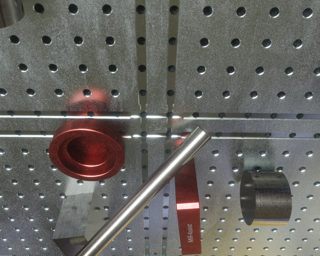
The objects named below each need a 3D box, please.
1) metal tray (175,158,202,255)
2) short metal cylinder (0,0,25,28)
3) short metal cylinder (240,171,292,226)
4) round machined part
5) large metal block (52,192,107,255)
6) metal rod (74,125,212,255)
[{"bbox_3d":[0.042,0.120,0.471,0.030,0.090,0.129,-5,130,4],"label":"metal tray"},{"bbox_3d":[-0.166,-0.123,0.269,0.081,0.080,0.050,4,130,-3],"label":"short metal cylinder"},{"bbox_3d":[0.156,0.106,0.467,0.050,0.080,0.079,1,130,-1],"label":"short metal cylinder"},{"bbox_3d":[-0.095,0.025,0.421,0.099,0.042,0.097,0,130,0],"label":"round machined part"},{"bbox_3d":[-0.129,0.167,0.516,0.050,0.080,0.080,-8,130,7],"label":"large metal block"},{"bbox_3d":[-0.039,0.113,0.445,0.025,0.025,0.299,37,102,-27],"label":"metal rod"}]
